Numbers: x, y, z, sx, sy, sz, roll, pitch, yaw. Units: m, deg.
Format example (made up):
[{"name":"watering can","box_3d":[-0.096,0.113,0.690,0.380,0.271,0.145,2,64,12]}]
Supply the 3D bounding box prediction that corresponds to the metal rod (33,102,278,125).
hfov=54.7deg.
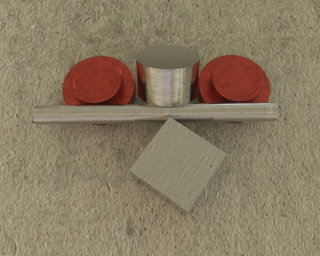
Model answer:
[{"name":"metal rod","box_3d":[-0.005,-0.019,0.394,0.302,0.025,0.025,-1,70,-1]}]

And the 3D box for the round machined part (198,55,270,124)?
[{"name":"round machined part","box_3d":[0.102,-0.059,0.423,0.099,0.042,0.098,0,70,0]}]

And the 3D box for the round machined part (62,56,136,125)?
[{"name":"round machined part","box_3d":[-0.083,-0.056,0.420,0.099,0.042,0.098,0,70,0]}]

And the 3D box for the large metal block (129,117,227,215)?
[{"name":"large metal block","box_3d":[0.021,0.047,0.377,0.080,0.050,0.080,34,73,11]}]

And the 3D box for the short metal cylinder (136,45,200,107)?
[{"name":"short metal cylinder","box_3d":[0.010,-0.069,0.402,0.080,0.050,0.080,0,35,0]}]
